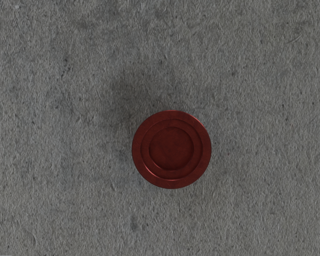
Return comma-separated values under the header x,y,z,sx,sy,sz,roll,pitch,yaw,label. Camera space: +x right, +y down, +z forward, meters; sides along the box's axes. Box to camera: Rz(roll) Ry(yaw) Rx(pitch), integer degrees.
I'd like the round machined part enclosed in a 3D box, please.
x,y,z,sx,sy,sz,roll,pitch,yaw,label
0.015,0.026,0.402,0.099,0.042,0.097,0,90,0,round machined part
